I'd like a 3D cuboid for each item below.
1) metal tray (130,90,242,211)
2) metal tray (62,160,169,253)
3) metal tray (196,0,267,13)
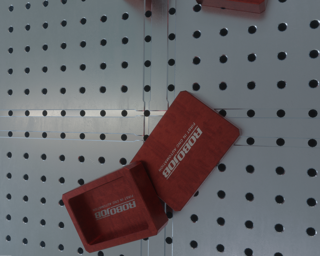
[{"bbox_3d":[0.030,0.029,0.400,0.090,0.030,0.130,39,102,16],"label":"metal tray"},{"bbox_3d":[-0.063,0.108,0.413,0.130,0.030,0.090,-26,88,30],"label":"metal tray"},{"bbox_3d":[0.098,-0.214,0.375,0.090,0.030,0.129,16,95,19],"label":"metal tray"}]
